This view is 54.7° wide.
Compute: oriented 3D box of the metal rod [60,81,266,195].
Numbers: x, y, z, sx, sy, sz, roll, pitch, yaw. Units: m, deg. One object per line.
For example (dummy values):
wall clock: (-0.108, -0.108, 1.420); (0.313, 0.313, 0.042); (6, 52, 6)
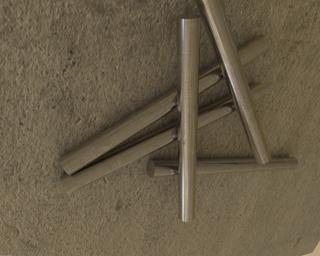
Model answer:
metal rod: (0.014, 0.008, 0.418); (0.302, 0.025, 0.025); (-26, 128, -13)

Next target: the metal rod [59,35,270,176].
metal rod: (0.012, -0.033, 0.392); (0.301, 0.025, 0.025); (-32, 129, -7)

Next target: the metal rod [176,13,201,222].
metal rod: (0.035, 0.011, 0.398); (0.025, 0.025, 0.298); (-16, 125, -19)

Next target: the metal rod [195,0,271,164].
metal rod: (0.100, -0.051, 0.395); (0.025, 0.025, 0.299); (-36, 129, -4)

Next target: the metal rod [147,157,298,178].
metal rod: (0.118, 0.062, 0.509); (0.302, 0.025, 0.025); (2, 118, -30)
